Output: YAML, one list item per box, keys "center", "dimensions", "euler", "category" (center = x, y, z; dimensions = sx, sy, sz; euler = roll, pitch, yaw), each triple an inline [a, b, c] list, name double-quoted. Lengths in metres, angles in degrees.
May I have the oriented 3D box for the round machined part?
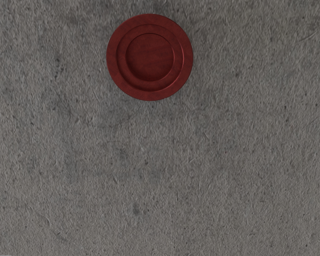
- center: [-0.011, -0.084, 0.369]
  dimensions: [0.099, 0.042, 0.097]
  euler: [0, 110, 0]
  category: "round machined part"
